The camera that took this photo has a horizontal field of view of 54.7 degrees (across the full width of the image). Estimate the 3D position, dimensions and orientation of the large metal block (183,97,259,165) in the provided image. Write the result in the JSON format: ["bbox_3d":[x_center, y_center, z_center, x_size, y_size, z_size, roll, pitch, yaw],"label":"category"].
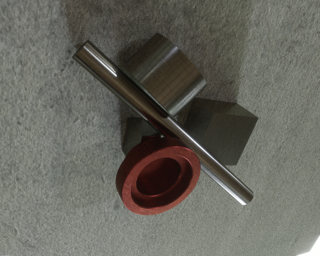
[{"bbox_3d":[0.080,0.006,0.442,0.081,0.050,0.079,4,116,-31],"label":"large metal block"}]

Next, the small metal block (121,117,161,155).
[{"bbox_3d":[-0.025,0.019,0.392,0.025,0.050,0.050,-2,120,-28],"label":"small metal block"}]

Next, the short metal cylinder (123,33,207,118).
[{"bbox_3d":[0.005,-0.057,0.342,0.050,0.080,0.080,-45,130,2],"label":"short metal cylinder"}]

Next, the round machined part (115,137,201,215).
[{"bbox_3d":[-0.005,0.051,0.364,0.099,0.042,0.097,-14,126,-20],"label":"round machined part"}]

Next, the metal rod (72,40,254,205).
[{"bbox_3d":[0.021,0.009,0.379,0.025,0.025,0.300,-47,115,4],"label":"metal rod"}]
